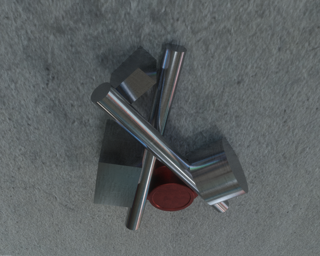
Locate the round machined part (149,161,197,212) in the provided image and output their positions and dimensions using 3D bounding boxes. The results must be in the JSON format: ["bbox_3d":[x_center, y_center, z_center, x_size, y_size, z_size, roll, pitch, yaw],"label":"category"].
[{"bbox_3d":[0.017,0.092,0.477,0.099,0.042,0.097,-1,130,0],"label":"round machined part"}]

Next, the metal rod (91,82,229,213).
[{"bbox_3d":[0.021,0.045,0.402,0.025,0.025,0.300,-26,135,20],"label":"metal rod"}]

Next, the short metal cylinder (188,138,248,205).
[{"bbox_3d":[0.080,0.059,0.425,0.050,0.080,0.080,-26,126,20],"label":"short metal cylinder"}]

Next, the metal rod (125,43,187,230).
[{"bbox_3d":[-0.014,0.034,0.417,0.025,0.025,0.298,9,124,-8],"label":"metal rod"}]

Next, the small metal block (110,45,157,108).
[{"bbox_3d":[-0.030,-0.056,0.344,0.050,0.050,0.025,-37,121,27],"label":"small metal block"}]

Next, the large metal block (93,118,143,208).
[{"bbox_3d":[-0.054,0.046,0.412,0.050,0.080,0.079,9,130,-8],"label":"large metal block"}]
